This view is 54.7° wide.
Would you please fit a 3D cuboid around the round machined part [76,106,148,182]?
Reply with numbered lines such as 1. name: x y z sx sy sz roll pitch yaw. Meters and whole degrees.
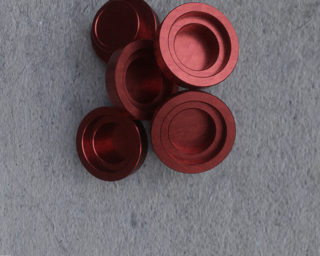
1. round machined part: -0.060 0.020 0.417 0.098 0.042 0.097 2 95 23

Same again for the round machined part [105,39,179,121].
1. round machined part: -0.026 -0.058 0.386 0.042 0.099 0.097 4 92 50

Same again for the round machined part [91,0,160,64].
1. round machined part: -0.051 -0.131 0.417 0.098 0.042 0.097 0 90 19

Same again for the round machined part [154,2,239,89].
1. round machined part: 0.040 -0.093 0.369 0.099 0.042 0.097 1 86 -16

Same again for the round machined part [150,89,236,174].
1. round machined part: 0.037 0.002 0.373 0.099 0.042 0.097 -1 103 -5
